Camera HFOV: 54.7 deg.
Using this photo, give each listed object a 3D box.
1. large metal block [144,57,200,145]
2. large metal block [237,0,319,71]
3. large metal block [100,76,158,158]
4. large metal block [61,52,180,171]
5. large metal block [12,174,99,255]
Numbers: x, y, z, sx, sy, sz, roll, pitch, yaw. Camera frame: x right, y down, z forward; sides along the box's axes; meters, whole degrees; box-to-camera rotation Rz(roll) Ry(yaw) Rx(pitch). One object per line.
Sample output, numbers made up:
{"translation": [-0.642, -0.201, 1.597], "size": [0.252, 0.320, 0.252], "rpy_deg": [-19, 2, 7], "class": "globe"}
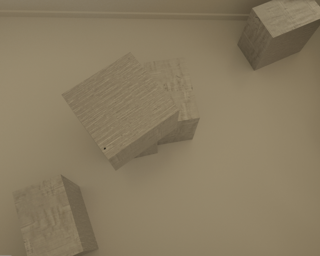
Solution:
{"translation": [0.012, -0.031, 0.392], "size": [0.050, 0.080, 0.080], "rpy_deg": [-9, 71, -4], "class": "large metal block"}
{"translation": [0.165, -0.134, 0.432], "size": [0.080, 0.080, 0.050], "rpy_deg": [-24, 72, -9], "class": "large metal block"}
{"translation": [-0.037, -0.011, 0.384], "size": [0.050, 0.080, 0.080], "rpy_deg": [-12, 71, -5], "class": "large metal block"}
{"translation": [-0.038, -0.016, 0.317], "size": [0.080, 0.050, 0.080], "rpy_deg": [-35, 74, -12], "class": "large metal block"}
{"translation": [-0.111, 0.104, 0.341], "size": [0.050, 0.080, 0.080], "rpy_deg": [-21, 72, -8], "class": "large metal block"}
